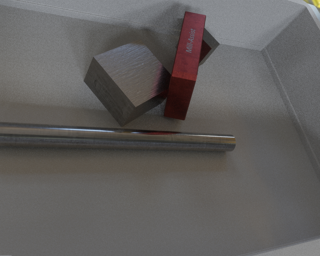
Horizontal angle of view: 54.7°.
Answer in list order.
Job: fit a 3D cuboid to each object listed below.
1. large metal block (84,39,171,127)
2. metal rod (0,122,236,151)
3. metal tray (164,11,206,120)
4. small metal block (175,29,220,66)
[{"bbox_3d":[-0.038,-0.061,0.407,0.081,0.050,0.080,-34,81,-38],"label":"large metal block"},{"bbox_3d":[-0.033,0.014,0.380,0.303,0.025,0.025,3,60,-27],"label":"metal rod"},{"bbox_3d":[0.035,-0.087,0.434,0.030,0.089,0.130,12,55,1],"label":"metal tray"},{"bbox_3d":[0.061,-0.135,0.507,0.050,0.050,0.025,49,51,6],"label":"small metal block"}]
